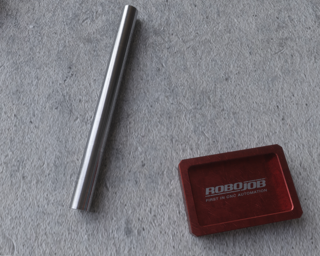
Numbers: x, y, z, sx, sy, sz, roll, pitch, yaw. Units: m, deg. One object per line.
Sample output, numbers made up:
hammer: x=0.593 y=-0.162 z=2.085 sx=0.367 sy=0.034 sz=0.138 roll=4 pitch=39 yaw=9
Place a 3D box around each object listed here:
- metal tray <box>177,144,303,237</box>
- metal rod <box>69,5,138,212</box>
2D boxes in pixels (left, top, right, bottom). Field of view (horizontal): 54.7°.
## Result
metal tray: x=0.094 y=0.075 z=0.378 sx=0.131 sy=0.030 sz=0.090 roll=-9 pitch=70 yaw=-4
metal rod: x=-0.071 y=-0.040 z=0.421 sx=0.025 sy=0.025 sz=0.299 roll=9 pitch=70 yaw=3
